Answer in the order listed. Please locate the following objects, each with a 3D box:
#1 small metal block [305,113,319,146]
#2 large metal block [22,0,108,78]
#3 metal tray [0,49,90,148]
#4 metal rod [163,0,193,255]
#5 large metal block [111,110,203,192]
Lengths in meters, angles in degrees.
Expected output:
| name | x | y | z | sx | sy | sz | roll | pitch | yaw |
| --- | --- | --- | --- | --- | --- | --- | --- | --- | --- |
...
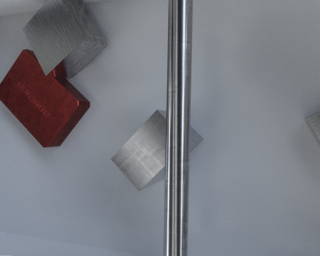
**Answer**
| name | x | y | z | sx | sy | sz | roll | pitch | yaw |
| --- | --- | --- | --- | --- | --- | --- | --- | --- | --- |
| small metal block | 0.198 | 0.001 | 0.341 | 0.050 | 0.025 | 0.050 | -28 | 81 | 17 |
| large metal block | -0.134 | -0.128 | 0.436 | 0.080 | 0.050 | 0.080 | -34 | 79 | 27 |
| metal tray | -0.180 | -0.045 | 0.469 | 0.130 | 0.030 | 0.090 | 43 | 103 | 14 |
| metal rod | 0.018 | 0.016 | 0.318 | 0.025 | 0.025 | 0.298 | 2 | 91 | 19 |
| large metal block | 0.000 | 0.025 | 0.380 | 0.080 | 0.080 | 0.050 | -46 | 76 | 14 |
